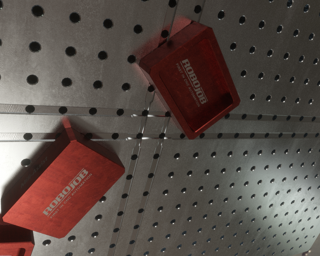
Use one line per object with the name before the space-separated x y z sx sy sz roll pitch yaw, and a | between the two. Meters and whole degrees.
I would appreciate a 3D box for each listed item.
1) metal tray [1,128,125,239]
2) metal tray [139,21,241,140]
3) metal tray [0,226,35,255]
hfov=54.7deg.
metal tray | -0.119 0.073 0.389 0.130 0.030 0.090 -47 130 5
metal tray | 0.044 -0.056 0.398 0.090 0.030 0.130 -37 130 -4
metal tray | -0.226 0.186 0.399 0.091 0.030 0.129 11 113 -34
